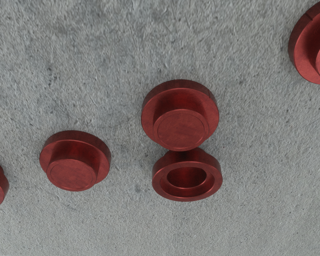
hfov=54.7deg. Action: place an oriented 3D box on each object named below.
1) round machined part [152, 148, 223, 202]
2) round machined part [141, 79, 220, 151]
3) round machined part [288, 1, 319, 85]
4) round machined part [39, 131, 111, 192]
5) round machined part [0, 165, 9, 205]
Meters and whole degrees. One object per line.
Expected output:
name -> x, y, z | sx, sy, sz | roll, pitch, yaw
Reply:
round machined part -> 0.038, 0.062, 0.446 | 0.099, 0.042, 0.097 | 0, 136, 0
round machined part -> 0.025, -0.009, 0.389 | 0.099, 0.042, 0.097 | 0, 130, 0
round machined part -> 0.191, -0.086, 0.325 | 0.099, 0.042, 0.097 | 0, 130, 0
round machined part -> -0.121, 0.053, 0.440 | 0.099, 0.042, 0.097 | 0, 130, 0
round machined part -> -0.274, 0.076, 0.458 | 0.099, 0.042, 0.097 | 0, 130, 0
